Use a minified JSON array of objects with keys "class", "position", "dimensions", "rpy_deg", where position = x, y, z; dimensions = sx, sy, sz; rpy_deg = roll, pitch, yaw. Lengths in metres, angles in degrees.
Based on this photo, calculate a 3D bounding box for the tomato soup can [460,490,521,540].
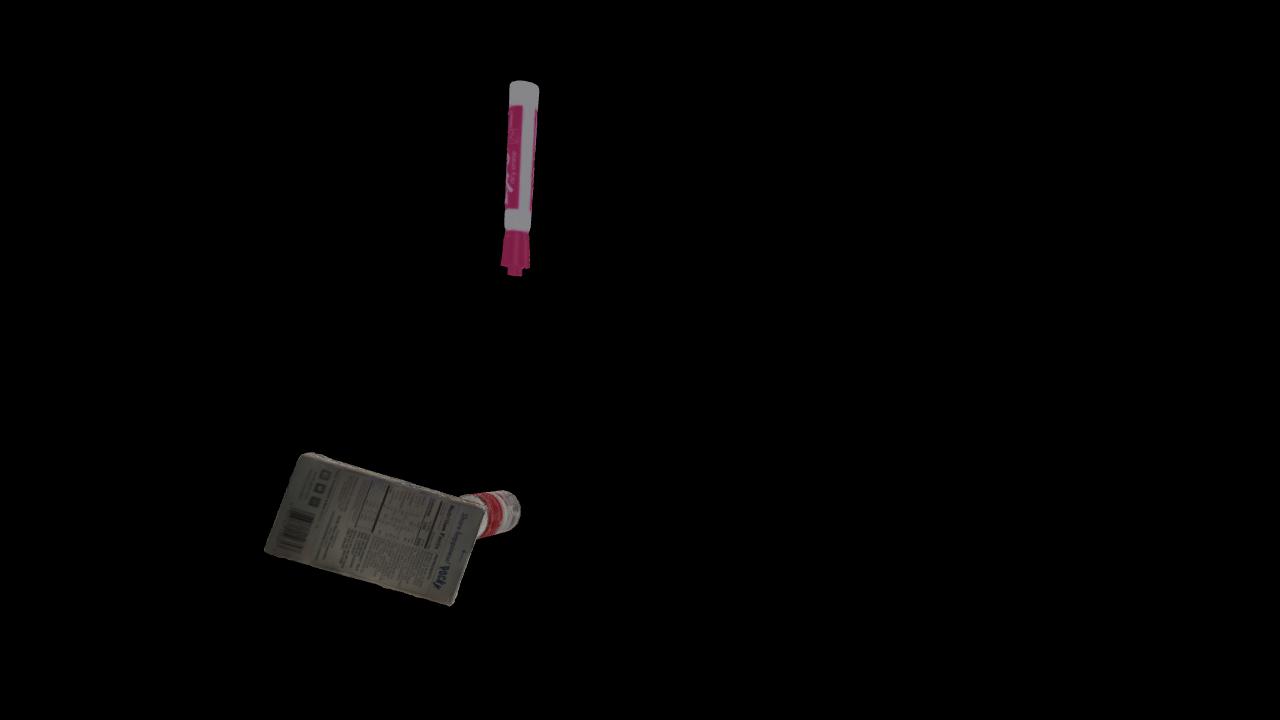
[{"class":"tomato soup can","position":[-0.233,0.233,0.933],"dimensions":[0.068,0.068,0.101],"rpy_deg":[0,-7,18]}]

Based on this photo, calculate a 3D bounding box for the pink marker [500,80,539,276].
[{"class":"pink marker","position":[-0.077,-0.115,0.396],"dimensions":[0.020,0.121,0.020],"rpy_deg":[4,4,0]}]

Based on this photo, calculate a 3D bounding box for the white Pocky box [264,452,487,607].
[{"class":"white Pocky box","position":[-0.213,0.138,0.505],"dimensions":[0.154,0.084,0.028],"rpy_deg":[19,-6,-7]}]
